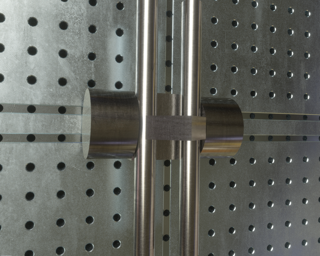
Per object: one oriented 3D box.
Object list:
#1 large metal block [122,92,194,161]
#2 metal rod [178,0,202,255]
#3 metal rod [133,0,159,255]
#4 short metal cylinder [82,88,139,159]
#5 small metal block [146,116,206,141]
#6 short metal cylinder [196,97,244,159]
[{"bbox_3d":[-0.003,-0.002,0.394,0.081,0.050,0.079,1,90,-20],"label":"large metal block"},{"bbox_3d":[0.036,0.000,0.369,0.025,0.025,0.298,1,90,-20],"label":"metal rod"},{"bbox_3d":[-0.016,0.002,0.350,0.025,0.025,0.298,1,90,-20],"label":"metal rod"},{"bbox_3d":[-0.060,-0.004,0.358,0.050,0.080,0.079,2,90,-20],"label":"short metal cylinder"},{"bbox_3d":[0.018,0.000,0.336,0.050,0.050,0.025,1,90,24],"label":"small metal block"},{"bbox_3d":[0.064,0.000,0.403,0.050,0.080,0.079,1,90,-19],"label":"short metal cylinder"}]
